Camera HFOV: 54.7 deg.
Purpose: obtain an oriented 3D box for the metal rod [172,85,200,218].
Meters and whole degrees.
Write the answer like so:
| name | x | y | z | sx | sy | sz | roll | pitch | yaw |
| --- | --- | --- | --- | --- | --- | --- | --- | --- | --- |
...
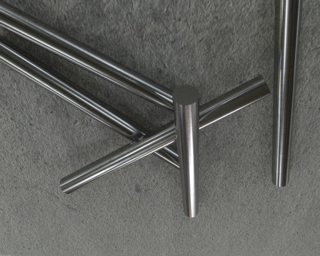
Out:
| name | x | y | z | sx | sy | sz | roll | pitch | yaw |
| --- | --- | --- | --- | --- | --- | --- | --- | --- | --- |
| metal rod | 0.039 | 0.055 | 0.407 | 0.025 | 0.025 | 0.299 | -5 | 145 | 4 |

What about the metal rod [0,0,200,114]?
| name | x | y | z | sx | sy | sz | roll | pitch | yaw |
| --- | --- | --- | --- | --- | --- | --- | --- | --- | --- |
| metal rod | -0.082 | -0.078 | 0.339 | 0.302 | 0.025 | 0.025 | 25 | 126 | -20 |

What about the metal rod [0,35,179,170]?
| name | x | y | z | sx | sy | sz | roll | pitch | yaw |
| --- | --- | --- | --- | --- | --- | --- | --- | --- | --- |
| metal rod | -0.064 | -0.014 | 0.394 | 0.301 | 0.025 | 0.025 | 33 | 122 | -26 |

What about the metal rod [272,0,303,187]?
| name | x | y | z | sx | sy | sz | roll | pitch | yaw |
| --- | --- | --- | --- | --- | --- | --- | --- | --- | --- |
| metal rod | 0.153 | -0.030 | 0.382 | 0.025 | 0.025 | 0.299 | -10 | 130 | 8 |

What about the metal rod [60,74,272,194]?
| name | x | y | z | sx | sy | sz | roll | pitch | yaw |
| --- | --- | --- | --- | --- | --- | --- | --- | --- | --- |
| metal rod | -0.009 | 0.018 | 0.387 | 0.300 | 0.025 | 0.025 | -28 | 125 | 21 |
